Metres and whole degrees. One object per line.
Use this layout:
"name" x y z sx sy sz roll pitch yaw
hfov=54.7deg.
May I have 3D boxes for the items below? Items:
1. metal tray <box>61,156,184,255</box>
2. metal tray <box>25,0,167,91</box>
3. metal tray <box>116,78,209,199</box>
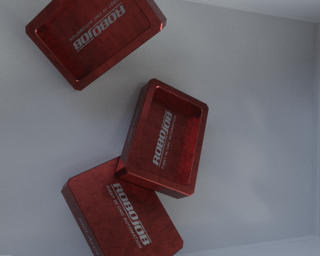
"metal tray" -0.042 0.103 0.356 0.091 0.030 0.130 -23 78 -39
"metal tray" -0.070 -0.111 0.338 0.130 0.030 0.090 -31 108 24
"metal tray" 0.007 0.012 0.387 0.090 0.030 0.130 24 61 -19
